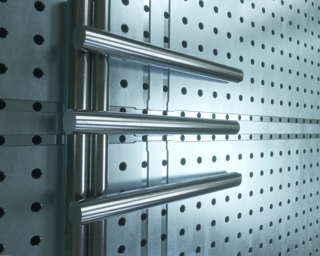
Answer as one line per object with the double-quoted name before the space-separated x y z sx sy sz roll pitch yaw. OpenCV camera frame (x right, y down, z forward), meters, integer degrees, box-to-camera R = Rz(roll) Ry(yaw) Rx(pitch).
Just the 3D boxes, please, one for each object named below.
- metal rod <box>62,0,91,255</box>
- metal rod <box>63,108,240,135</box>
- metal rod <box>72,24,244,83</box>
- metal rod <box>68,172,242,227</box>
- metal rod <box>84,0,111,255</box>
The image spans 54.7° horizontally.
"metal rod" -0.090 0.009 0.334 0.025 0.025 0.298 1 89 -40
"metal rod" 0.018 -0.004 0.406 0.302 0.025 0.025 2 89 -46
"metal rod" 0.025 -0.089 0.413 0.302 0.025 0.025 1 90 -46
"metal rod" 0.022 0.085 0.411 0.302 0.025 0.025 1 90 -46
"metal rod" -0.071 0.001 0.351 0.025 0.025 0.298 1 89 -40
